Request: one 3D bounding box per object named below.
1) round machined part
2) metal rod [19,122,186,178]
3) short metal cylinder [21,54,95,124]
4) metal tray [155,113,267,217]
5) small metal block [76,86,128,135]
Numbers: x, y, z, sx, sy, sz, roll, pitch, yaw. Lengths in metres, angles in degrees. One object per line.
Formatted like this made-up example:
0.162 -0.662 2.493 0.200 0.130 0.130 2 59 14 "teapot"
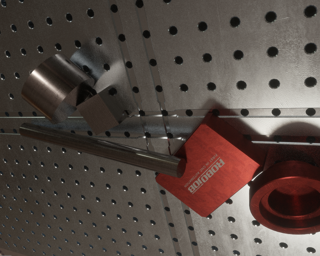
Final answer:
0.154 0.076 0.357 0.098 0.042 0.097 7 128 9 "round machined part"
-0.102 0.026 0.458 0.300 0.025 0.025 10 123 30 "metal rod"
-0.134 -0.051 0.412 0.050 0.080 0.080 40 129 0 "short metal cylinder"
0.062 0.053 0.407 0.090 0.030 0.129 37 129 2 "metal tray"
-0.082 -0.023 0.438 0.050 0.025 0.050 -23 106 36 "small metal block"
